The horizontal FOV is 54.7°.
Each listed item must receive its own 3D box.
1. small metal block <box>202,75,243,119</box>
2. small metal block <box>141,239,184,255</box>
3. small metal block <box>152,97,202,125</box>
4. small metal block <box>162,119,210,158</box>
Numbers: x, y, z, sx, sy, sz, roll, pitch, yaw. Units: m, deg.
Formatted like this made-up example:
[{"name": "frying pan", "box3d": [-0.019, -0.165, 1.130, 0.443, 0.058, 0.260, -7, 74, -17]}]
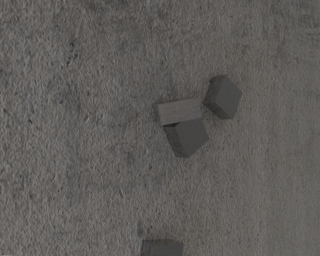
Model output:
[{"name": "small metal block", "box3d": [0.099, -0.048, 0.487, 0.050, 0.025, 0.050, 36, 68, -34]}, {"name": "small metal block", "box3d": [0.001, 0.175, 0.406, 0.050, 0.025, 0.050, 15, 81, -39]}, {"name": "small metal block", "box3d": [0.020, -0.023, 0.392, 0.050, 0.050, 0.025, -11, 98, -8]}, {"name": "small metal block", "box3d": [0.037, 0.007, 0.436, 0.050, 0.025, 0.050, -38, 114, -33]}]
